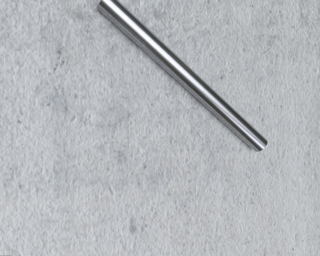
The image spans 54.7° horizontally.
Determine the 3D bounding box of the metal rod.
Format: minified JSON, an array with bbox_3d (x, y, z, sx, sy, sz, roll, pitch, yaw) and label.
[{"bbox_3d":[0.041,-0.066,0.425,0.301,0.025,0.025,40,77,-16],"label":"metal rod"}]
